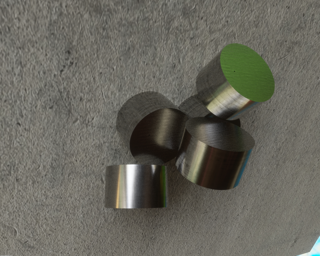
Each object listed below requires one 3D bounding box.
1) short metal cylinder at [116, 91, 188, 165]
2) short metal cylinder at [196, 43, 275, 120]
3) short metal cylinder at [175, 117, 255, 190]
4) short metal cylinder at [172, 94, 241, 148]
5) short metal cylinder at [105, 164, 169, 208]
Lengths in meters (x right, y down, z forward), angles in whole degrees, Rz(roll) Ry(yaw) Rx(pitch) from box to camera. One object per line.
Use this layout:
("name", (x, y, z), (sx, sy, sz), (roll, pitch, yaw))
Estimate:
("short metal cylinder", (-0.009, 0.000, 0.388), (0.081, 0.050, 0.079), (-14, 125, -21))
("short metal cylinder", (0.092, -0.056, 0.381), (0.081, 0.080, 0.050), (0, 156, -29))
("short metal cylinder", (0.063, 0.027, 0.360), (0.081, 0.080, 0.050), (-2, 119, -28))
("short metal cylinder", (0.062, -0.001, 0.427), (0.081, 0.050, 0.079), (-14, 125, -21))
("short metal cylinder", (-0.029, 0.075, 0.396), (0.081, 0.080, 0.050), (7, 76, -32))
